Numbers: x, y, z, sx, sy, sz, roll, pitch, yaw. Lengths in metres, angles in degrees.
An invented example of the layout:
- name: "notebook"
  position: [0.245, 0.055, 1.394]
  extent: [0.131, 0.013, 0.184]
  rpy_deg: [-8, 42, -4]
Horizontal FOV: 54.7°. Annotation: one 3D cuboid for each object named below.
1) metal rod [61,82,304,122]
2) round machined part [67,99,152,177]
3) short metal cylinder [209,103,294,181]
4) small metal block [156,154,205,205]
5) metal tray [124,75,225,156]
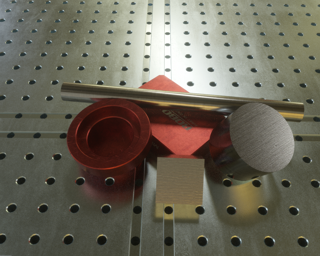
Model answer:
- name: "metal rod"
  position: [0.025, -0.034, 0.395]
  extent: [0.302, 0.025, 0.025]
  rpy_deg: [5, 50, 4]
- name: "round machined part"
  position: [-0.058, 0.015, 0.377]
  extent: [0.099, 0.042, 0.098]
  rpy_deg: [-2, 56, 4]
- name: "short metal cylinder"
  position: [0.105, 0.017, 0.358]
  extent: [0.081, 0.050, 0.080]
  rpy_deg: [6, 68, -16]
- name: "small metal block"
  position: [0.022, 0.056, 0.343]
  extent: [0.050, 0.025, 0.050]
  rpy_deg: [2, 93, 1]
- name: "metal tray"
  position: [0.015, -0.012, 0.416]
  extent: [0.091, 0.030, 0.130]
  rpy_deg: [-36, 59, -27]
